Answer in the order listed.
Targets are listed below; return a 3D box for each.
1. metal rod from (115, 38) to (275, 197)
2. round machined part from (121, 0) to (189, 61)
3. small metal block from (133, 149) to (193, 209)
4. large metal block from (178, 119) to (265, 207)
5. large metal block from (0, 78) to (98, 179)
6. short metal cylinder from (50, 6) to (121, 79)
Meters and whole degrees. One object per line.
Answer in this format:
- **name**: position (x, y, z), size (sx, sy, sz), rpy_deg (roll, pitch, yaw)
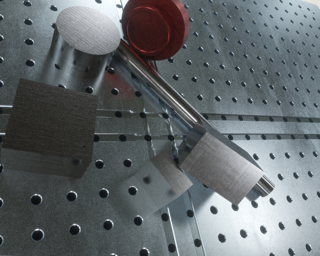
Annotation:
- **metal rod**: position (0.044, -0.016, 0.441), size (0.300, 0.025, 0.025), rpy_deg (44, 51, 2)
- **round machined part**: position (-0.012, -0.141, 0.438), size (0.098, 0.097, 0.042), rpy_deg (38, 41, -3)
- **small metal block**: position (0.002, 0.060, 0.357), size (0.025, 0.050, 0.050), rpy_deg (-32, 80, -38)
- **large metal block**: position (0.070, 0.038, 0.381), size (0.080, 0.050, 0.080), rpy_deg (35, 11, -5)
- **large metal block**: position (-0.115, 0.003, 0.329), size (0.081, 0.050, 0.080), rpy_deg (12, 57, -22)
- **short metal cylinder**: position (-0.098, -0.112, 0.407), size (0.081, 0.050, 0.080), rpy_deg (14, 56, -21)
